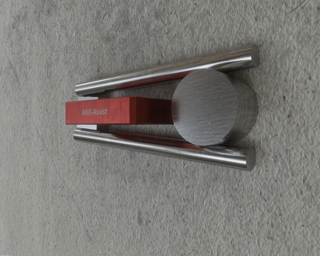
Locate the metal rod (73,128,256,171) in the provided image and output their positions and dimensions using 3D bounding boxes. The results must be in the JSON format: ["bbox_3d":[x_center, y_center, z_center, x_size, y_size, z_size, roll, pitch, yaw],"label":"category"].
[{"bbox_3d":[-0.019,0.022,0.422,0.300,0.025,0.025,6,94,39],"label":"metal rod"}]

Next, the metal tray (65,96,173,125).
[{"bbox_3d":[-0.049,-0.019,0.403,0.130,0.091,0.030,0,90,40],"label":"metal tray"}]

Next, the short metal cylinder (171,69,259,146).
[{"bbox_3d":[0.060,-0.022,0.340,0.080,0.050,0.079,0,90,40],"label":"short metal cylinder"}]

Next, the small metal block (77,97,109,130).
[{"bbox_3d":[-0.106,-0.024,0.495,0.050,0.025,0.050,6,94,40],"label":"small metal block"}]

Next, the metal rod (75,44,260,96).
[{"bbox_3d":[-0.015,-0.069,0.419,0.300,0.025,0.025,-3,88,40],"label":"metal rod"}]
